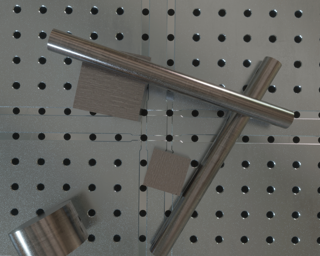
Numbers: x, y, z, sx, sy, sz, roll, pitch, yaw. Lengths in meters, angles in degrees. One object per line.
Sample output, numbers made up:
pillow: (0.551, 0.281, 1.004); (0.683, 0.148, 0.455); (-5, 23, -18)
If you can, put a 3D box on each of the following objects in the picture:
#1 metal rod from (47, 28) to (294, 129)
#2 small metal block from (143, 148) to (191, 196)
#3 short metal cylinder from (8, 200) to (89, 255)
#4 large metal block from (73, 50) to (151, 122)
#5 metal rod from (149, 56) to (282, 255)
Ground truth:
metal rod: (0.022, -0.054, 0.369); (0.302, 0.025, 0.025); (17, 90, -10)
small metal block: (0.009, 0.057, 0.413); (0.050, 0.025, 0.050); (17, 90, 0)
short metal cylinder: (-0.137, 0.132, 0.385); (0.080, 0.080, 0.050); (-27, 90, 0)
large metal block: (-0.058, -0.055, 0.400); (0.080, 0.050, 0.080); (12, 90, 0)
metal rod: (0.074, 0.039, 0.413); (0.025, 0.025, 0.299); (31, 90, 0)
